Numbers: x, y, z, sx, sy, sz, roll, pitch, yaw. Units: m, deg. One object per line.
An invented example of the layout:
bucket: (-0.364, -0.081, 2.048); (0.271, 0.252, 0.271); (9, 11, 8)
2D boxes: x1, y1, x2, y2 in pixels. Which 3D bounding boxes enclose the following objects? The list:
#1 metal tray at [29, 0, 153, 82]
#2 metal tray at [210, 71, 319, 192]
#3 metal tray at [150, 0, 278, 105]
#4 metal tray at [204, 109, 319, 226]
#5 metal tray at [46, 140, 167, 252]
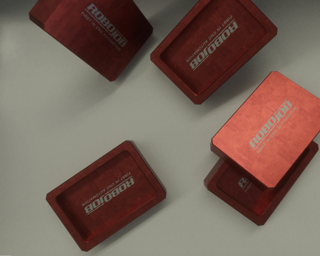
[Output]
metal tray: (-0.070, -0.120, 0.358); (0.030, 0.130, 0.090); (39, 91, 30)
metal tray: (0.137, 0.002, 0.386); (0.090, 0.030, 0.130); (40, 78, 17)
metal tray: (0.063, -0.103, 0.382); (0.090, 0.030, 0.130); (45, 114, -4)
metal tray: (0.132, 0.050, 0.410); (0.090, 0.030, 0.130); (36, 90, -1)
metal tray: (-0.068, 0.087, 0.408); (0.130, 0.030, 0.090); (-34, 90, -1)
